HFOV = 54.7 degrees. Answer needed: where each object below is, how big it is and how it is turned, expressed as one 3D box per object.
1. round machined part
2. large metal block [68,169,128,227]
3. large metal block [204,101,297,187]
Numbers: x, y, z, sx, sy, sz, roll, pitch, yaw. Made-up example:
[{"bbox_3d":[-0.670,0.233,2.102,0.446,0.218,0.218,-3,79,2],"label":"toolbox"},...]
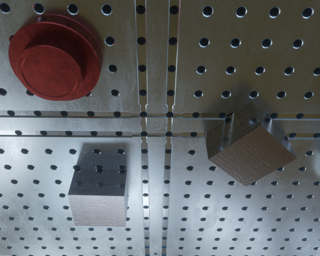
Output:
[{"bbox_3d":[-0.116,-0.069,0.341,0.099,0.042,0.097,0,131,0],"label":"round machined part"},{"bbox_3d":[-0.093,0.111,0.489,0.081,0.050,0.079,2,130,-2],"label":"large metal block"},{"bbox_3d":[0.119,0.024,0.416,0.080,0.050,0.080,36,121,-27],"label":"large metal block"}]
